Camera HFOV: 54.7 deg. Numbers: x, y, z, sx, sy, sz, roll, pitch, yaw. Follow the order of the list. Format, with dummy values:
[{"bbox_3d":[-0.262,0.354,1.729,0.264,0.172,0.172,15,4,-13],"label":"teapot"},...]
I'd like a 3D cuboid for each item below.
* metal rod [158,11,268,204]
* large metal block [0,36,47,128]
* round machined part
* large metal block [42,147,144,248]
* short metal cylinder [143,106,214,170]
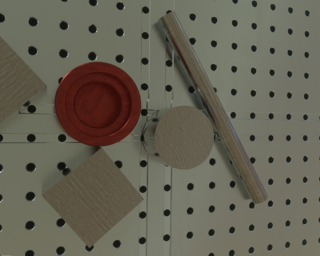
[{"bbox_3d":[0.080,-0.022,0.441,0.025,0.025,0.299,-32,101,-17],"label":"metal rod"},{"bbox_3d":[-0.182,-0.048,0.332,0.080,0.050,0.080,-44,104,-15],"label":"large metal block"},{"bbox_3d":[-0.076,-0.028,0.375,0.099,0.042,0.097,0,91,-21],"label":"round machined part"},{"bbox_3d":[-0.080,0.078,0.370,0.080,0.050,0.080,-40,103,-16],"label":"large metal block"},{"bbox_3d":[0.023,0.012,0.408,0.081,0.050,0.079,0,90,-20],"label":"short metal cylinder"}]
